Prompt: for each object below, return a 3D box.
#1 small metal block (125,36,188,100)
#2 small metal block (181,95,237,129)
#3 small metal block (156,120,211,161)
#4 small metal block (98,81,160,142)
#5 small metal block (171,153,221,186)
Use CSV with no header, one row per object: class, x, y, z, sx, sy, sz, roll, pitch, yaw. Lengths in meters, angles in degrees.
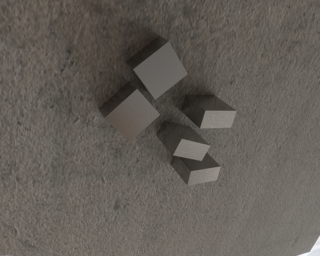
small metal block,-0.003,-0.070,0.363,0.050,0.025,0.050,-39,130,-2
small metal block,0.064,-0.023,0.414,0.050,0.050,0.025,-1,119,-28
small metal block,0.031,0.017,0.420,0.050,0.050,0.025,14,111,-35
small metal block,-0.037,-0.020,0.376,0.050,0.025,0.050,-42,130,0
small metal block,0.052,0.056,0.456,0.050,0.050,0.025,-5,121,-27
